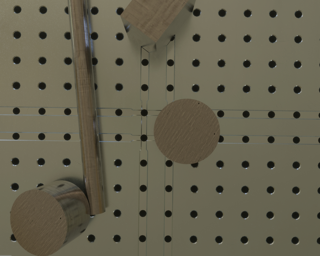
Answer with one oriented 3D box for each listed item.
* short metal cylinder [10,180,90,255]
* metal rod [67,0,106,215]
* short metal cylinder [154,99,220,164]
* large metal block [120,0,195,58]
[{"bbox_3d":[-0.136,0.111,0.388,0.080,0.050,0.079,1,93,18],"label":"short metal cylinder"},{"bbox_3d":[-0.098,-0.036,0.412,0.025,0.025,0.298,-5,90,0],"label":"metal rod"},{"bbox_3d":[0.033,0.004,0.401,0.081,0.050,0.080,0,90,0],"label":"short metal cylinder"},{"bbox_3d":[0.000,-0.142,0.386,0.050,0.080,0.080,38,90,0],"label":"large metal block"}]
